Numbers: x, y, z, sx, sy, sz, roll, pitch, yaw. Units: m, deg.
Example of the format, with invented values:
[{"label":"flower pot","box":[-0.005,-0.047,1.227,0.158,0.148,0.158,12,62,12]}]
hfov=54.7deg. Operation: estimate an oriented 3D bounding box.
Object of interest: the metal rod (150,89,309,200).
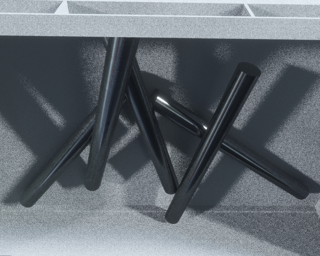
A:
[{"label":"metal rod","box":[0.110,0.034,0.438,0.301,0.025,0.025,31,124,-24]}]

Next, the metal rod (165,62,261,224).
[{"label":"metal rod","box":[0.056,0.044,0.415,0.025,0.025,0.298,10,133,-9]}]

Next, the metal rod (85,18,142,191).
[{"label":"metal rod","box":[-0.066,0.003,0.366,0.025,0.025,0.298,12,143,-10]}]

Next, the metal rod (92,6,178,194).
[{"label":"metal rod","box":[-0.015,-0.004,0.381,0.025,0.025,0.299,-10,137,8]}]

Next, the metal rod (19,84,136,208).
[{"label":"metal rod","box":[-0.123,0.030,0.433,0.025,0.025,0.299,32,123,-24]}]
